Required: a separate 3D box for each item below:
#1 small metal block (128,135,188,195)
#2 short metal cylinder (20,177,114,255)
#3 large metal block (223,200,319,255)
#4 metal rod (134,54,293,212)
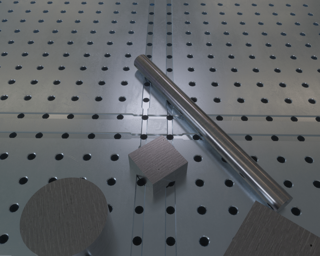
[{"bbox_3d":[-0.003,0.043,0.371,0.050,0.025,0.050,-29,56,-23],"label":"small metal block"},{"bbox_3d":[-0.089,0.097,0.309,0.081,0.050,0.080,0,50,0],"label":"short metal cylinder"},{"bbox_3d":[0.102,0.129,0.284,0.080,0.050,0.080,29,56,22],"label":"large metal block"},{"bbox_3d":[0.052,-0.011,0.417,0.025,0.025,0.300,-27,55,-21],"label":"metal rod"}]
